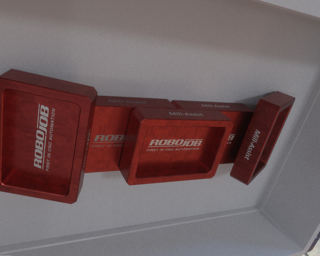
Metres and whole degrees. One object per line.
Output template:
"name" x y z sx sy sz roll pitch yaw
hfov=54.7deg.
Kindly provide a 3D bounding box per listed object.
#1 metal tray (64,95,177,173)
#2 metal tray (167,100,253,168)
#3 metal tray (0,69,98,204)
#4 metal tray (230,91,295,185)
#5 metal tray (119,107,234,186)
"metal tray" -0.048 0.008 0.383 0.131 0.030 0.089 0 118 -28
"metal tray" 0.067 0.009 0.446 0.131 0.030 0.089 0 118 -28
"metal tray" -0.121 0.013 0.322 0.091 0.030 0.129 12 115 -6
"metal tray" 0.157 0.014 0.472 0.091 0.030 0.129 -21 132 -52
"metal tray" 0.021 0.023 0.390 0.131 0.030 0.089 1 118 -29
